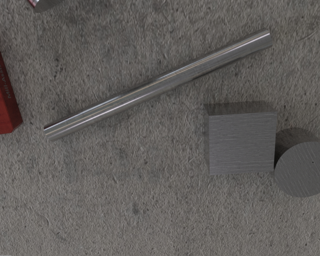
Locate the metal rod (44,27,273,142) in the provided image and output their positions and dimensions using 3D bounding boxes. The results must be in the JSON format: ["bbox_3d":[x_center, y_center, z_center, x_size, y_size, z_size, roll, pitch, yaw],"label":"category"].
[{"bbox_3d":[-0.008,-0.051,0.390,0.301,0.025,0.025,-23,109,8],"label":"metal rod"}]

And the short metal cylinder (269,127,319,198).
[{"bbox_3d":[0.185,0.045,0.415,0.081,0.050,0.079,0,110,0],"label":"short metal cylinder"}]

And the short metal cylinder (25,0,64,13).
[{"bbox_3d":[-0.115,-0.165,0.319,0.080,0.080,0.050,-35,107,12],"label":"short metal cylinder"}]

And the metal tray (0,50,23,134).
[{"bbox_3d":[-0.238,-0.053,0.385,0.091,0.030,0.129,-8,110,3],"label":"metal tray"}]

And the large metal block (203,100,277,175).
[{"bbox_3d":[0.100,0.012,0.402,0.080,0.050,0.079,-4,110,1],"label":"large metal block"}]
